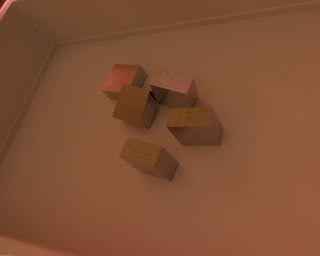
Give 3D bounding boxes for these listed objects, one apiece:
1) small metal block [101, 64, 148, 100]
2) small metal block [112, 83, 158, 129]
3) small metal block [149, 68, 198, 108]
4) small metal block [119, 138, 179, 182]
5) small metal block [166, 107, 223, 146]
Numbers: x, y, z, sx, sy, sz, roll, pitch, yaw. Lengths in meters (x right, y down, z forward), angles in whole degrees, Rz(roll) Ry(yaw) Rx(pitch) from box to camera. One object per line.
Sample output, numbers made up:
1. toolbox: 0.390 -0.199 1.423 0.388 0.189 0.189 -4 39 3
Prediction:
1. small metal block: -0.054 -0.070 0.477 0.050 0.025 0.050 10 66 32
2. small metal block: -0.033 -0.031 0.431 0.050 0.025 0.050 19 93 34
3. small metal block: 0.019 -0.048 0.402 0.050 0.050 0.025 17 71 20
4. small metal block: -0.012 0.038 0.373 0.050 0.050 0.025 12 68 33
5. small metal block: 0.043 -0.001 0.368 0.050 0.050 0.025 -1 62 28
